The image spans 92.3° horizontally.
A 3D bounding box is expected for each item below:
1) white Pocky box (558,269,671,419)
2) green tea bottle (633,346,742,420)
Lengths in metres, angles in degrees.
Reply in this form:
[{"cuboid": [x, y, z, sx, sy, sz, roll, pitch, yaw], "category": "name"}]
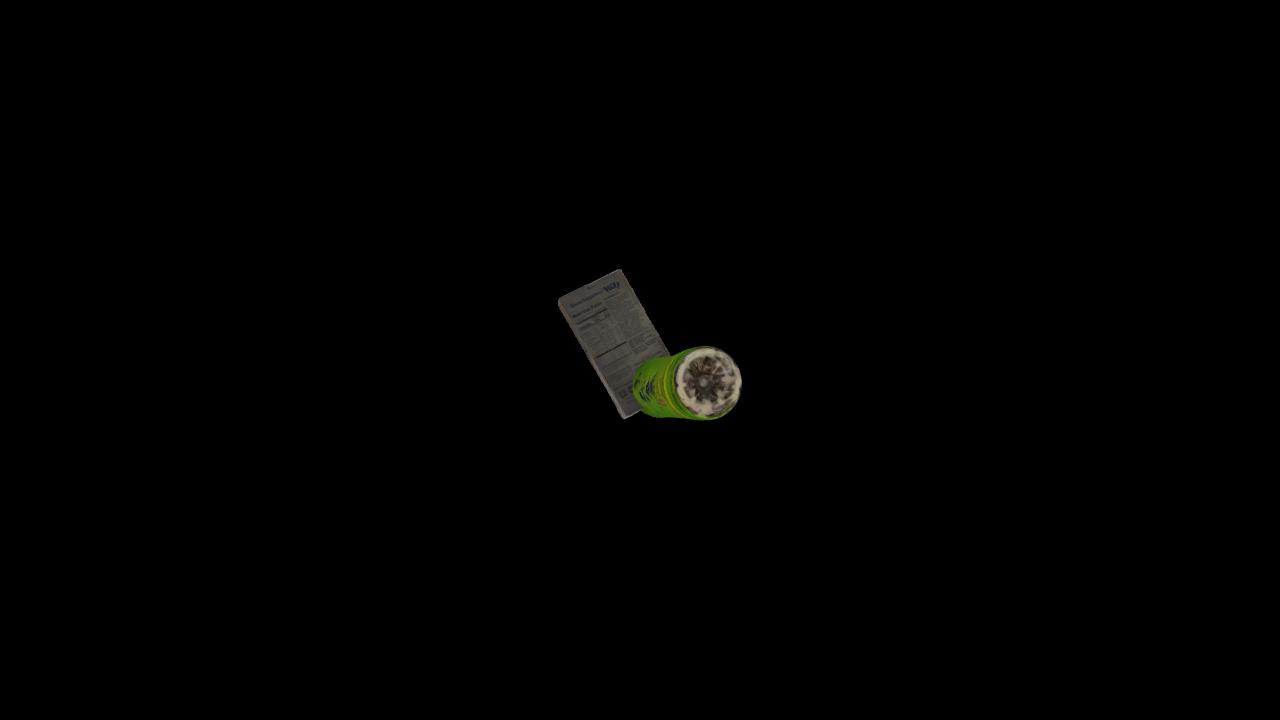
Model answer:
[{"cuboid": [-0.021, -0.019, 0.698, 0.084, 0.154, 0.028, -28, -6, -16], "category": "white Pocky box"}, {"cuboid": [0.034, 0.029, 0.654, 0.073, 0.073, 0.212, 0, -6, -17], "category": "green tea bottle"}]
